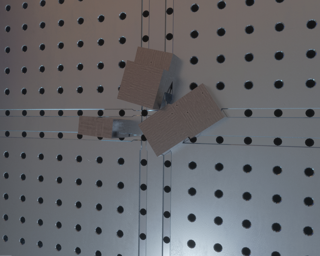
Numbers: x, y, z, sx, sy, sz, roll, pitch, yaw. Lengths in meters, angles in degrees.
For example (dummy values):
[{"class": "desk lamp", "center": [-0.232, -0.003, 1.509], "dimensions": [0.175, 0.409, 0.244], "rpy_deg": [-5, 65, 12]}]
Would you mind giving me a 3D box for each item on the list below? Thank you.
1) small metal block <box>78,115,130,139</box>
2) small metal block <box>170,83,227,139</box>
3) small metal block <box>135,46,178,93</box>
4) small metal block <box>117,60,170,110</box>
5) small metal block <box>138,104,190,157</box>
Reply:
[{"class": "small metal block", "center": [-0.076, -0.002, 0.425], "dimensions": [0.050, 0.050, 0.025], "rpy_deg": [6, 92, 19]}, {"class": "small metal block", "center": [0.049, -0.021, 0.395], "dimensions": [0.050, 0.025, 0.050], "rpy_deg": [-34, 79, 16]}, {"class": "small metal block", "center": [-0.008, -0.077, 0.415], "dimensions": [0.050, 0.025, 0.050], "rpy_deg": [16, 95, 19]}, {"class": "small metal block", "center": [-0.021, -0.054, 0.392], "dimensions": [0.050, 0.025, 0.050], "rpy_deg": [18, 96, 19]}, {"class": "small metal block", "center": [0.008, 0.003, 0.409], "dimensions": [0.050, 0.025, 0.050], "rpy_deg": [-34, 79, 16]}]
